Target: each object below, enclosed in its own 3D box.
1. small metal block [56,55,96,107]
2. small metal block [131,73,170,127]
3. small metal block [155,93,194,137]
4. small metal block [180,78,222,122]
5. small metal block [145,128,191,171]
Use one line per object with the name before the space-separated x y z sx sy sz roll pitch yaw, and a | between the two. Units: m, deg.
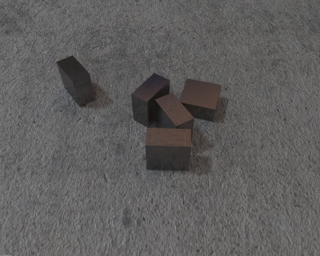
small metal block | -0.119 -0.067 0.442 0.025 0.050 0.050 -30 56 -22
small metal block | -0.012 -0.037 0.418 0.025 0.050 0.050 28 56 21
small metal block | 0.017 -0.008 0.393 0.025 0.050 0.050 -24 54 -19
small metal block | 0.056 -0.040 0.437 0.050 0.025 0.050 13 51 10
small metal block | 0.010 0.026 0.365 0.050 0.050 0.025 2 50 1
